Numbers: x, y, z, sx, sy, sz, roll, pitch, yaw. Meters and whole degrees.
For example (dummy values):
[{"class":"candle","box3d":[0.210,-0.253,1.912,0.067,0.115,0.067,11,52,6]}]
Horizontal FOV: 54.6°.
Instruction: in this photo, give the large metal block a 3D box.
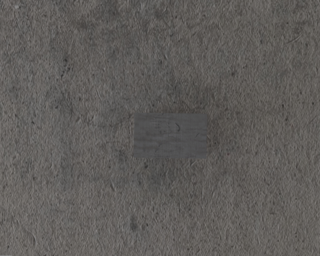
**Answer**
[{"class":"large metal block","box3d":[0.012,0.008,0.383,0.080,0.080,0.050,1,90,0]}]
